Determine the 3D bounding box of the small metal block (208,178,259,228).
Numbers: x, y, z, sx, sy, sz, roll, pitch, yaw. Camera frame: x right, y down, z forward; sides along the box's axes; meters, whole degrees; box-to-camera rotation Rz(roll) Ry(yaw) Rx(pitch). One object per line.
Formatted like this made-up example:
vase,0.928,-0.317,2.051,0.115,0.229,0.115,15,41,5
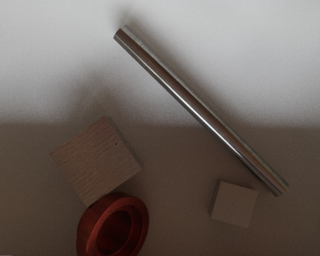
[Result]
small metal block,0.097,0.099,0.413,0.050,0.025,0.050,16,90,-1

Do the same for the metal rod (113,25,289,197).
metal rod,0.055,-0.022,0.412,0.300,0.025,0.025,44,90,-1

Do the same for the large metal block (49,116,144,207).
large metal block,-0.078,0.040,0.398,0.080,0.050,0.080,-35,90,0

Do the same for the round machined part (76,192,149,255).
round machined part,-0.062,0.126,0.384,0.042,0.099,0.097,12,90,40
